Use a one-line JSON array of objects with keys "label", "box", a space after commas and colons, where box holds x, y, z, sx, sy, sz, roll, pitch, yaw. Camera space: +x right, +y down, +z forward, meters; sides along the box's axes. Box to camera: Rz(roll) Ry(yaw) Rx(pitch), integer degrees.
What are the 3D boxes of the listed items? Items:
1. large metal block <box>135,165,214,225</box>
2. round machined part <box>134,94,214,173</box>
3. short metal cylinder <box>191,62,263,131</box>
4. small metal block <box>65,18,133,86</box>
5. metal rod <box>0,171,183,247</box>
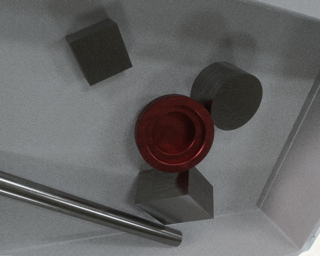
[{"label": "large metal block", "box": [0.023, 0.095, 0.441, 0.080, 0.050, 0.080, -17, 137, 26]}, {"label": "round machined part", "box": [0.016, 0.004, 0.397, 0.099, 0.042, 0.097, -3, 104, -12]}, {"label": "short metal cylinder", "box": [0.089, -0.043, 0.416, 0.081, 0.050, 0.079, -14, 124, -21]}, {"label": "small metal block", "box": [-0.063, -0.080, 0.326, 0.050, 0.025, 0.050, -28, 128, -11]}, {"label": "metal rod", "box": [-0.088, 0.110, 0.405, 0.301, 0.025, 0.025, 28, 103, -30]}]
